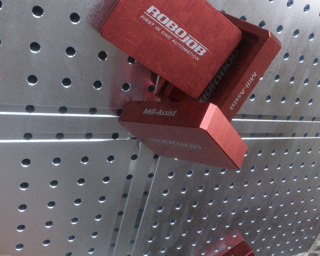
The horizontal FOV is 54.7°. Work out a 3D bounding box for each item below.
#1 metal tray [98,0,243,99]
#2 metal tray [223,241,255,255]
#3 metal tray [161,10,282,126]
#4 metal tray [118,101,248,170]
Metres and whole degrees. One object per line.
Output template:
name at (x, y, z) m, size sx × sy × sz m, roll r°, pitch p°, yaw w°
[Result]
metal tray at (0.013, -0.102, 0.333) m, size 0.131 × 0.030 × 0.090 m, roll 31°, pitch 101°, yaw -24°
metal tray at (0.155, 0.320, 0.694) m, size 0.131 × 0.030 × 0.090 m, roll -32°, pitch 129°, yaw -8°
metal tray at (0.066, -0.063, 0.365) m, size 0.030 × 0.090 × 0.129 m, roll 18°, pitch 109°, yaw -46°
metal tray at (0.024, 0.007, 0.364) m, size 0.090 × 0.130 × 0.030 m, roll 44°, pitch 63°, yaw -40°
